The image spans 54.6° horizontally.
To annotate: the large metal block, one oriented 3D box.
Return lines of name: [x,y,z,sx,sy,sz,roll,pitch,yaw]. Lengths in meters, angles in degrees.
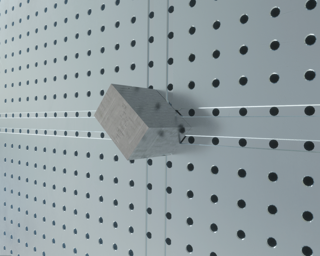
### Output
large metal block: [-0.022,-0.008,0.392,0.080,0.081,0.050,49,119,28]
